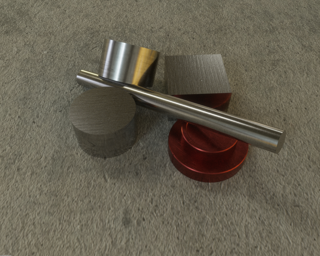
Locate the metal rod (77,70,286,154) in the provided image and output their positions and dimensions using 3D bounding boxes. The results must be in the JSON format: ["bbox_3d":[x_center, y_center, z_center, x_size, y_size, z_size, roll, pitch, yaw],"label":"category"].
[{"bbox_3d":[0.002,-0.031,0.387,0.300,0.025,0.025,21,52,33],"label":"metal rod"}]

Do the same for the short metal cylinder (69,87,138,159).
[{"bbox_3d":[-0.069,-0.007,0.395,0.081,0.050,0.080,0,50,0],"label":"short metal cylinder"}]

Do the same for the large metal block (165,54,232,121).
[{"bbox_3d":[0.049,-0.058,0.435,0.081,0.050,0.080,-2,50,-2],"label":"large metal block"}]

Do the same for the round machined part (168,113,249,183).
[{"bbox_3d":[0.059,0.014,0.381,0.099,0.042,0.098,0,50,0],"label":"round machined part"}]

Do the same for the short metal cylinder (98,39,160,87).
[{"bbox_3d":[-0.044,-0.092,0.441,0.080,0.050,0.080,13,12,-3],"label":"short metal cylinder"}]
